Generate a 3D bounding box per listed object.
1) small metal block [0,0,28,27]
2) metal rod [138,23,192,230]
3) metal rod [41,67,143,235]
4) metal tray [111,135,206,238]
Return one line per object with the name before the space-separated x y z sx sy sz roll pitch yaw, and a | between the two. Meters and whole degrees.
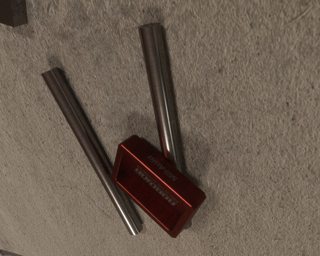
small metal block | -0.207 -0.167 0.410 0.050 0.025 0.050 20 126 15
metal rod | 0.012 0.017 0.409 0.025 0.025 0.298 4 120 26
metal rod | -0.099 0.048 0.486 0.025 0.025 0.299 -11 113 32
metal tray | -0.008 0.081 0.429 0.130 0.030 0.089 39 138 18
